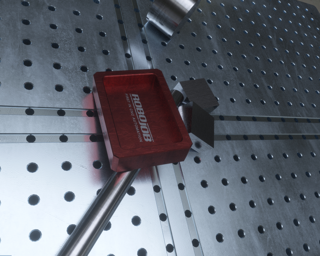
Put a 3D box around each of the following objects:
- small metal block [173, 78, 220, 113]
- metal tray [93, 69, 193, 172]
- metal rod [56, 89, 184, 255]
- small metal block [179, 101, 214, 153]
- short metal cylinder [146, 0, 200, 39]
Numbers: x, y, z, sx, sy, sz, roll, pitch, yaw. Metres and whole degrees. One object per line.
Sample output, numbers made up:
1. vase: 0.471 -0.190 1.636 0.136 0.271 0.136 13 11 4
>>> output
1. small metal block: 0.053 -0.045 0.466 0.050 0.025 0.050 -14 69 -34
2. metal tray: -0.026 -0.016 0.376 0.091 0.030 0.130 -7 54 -19
3. metal rod: -0.040 0.053 0.355 0.025 0.025 0.301 36 51 -5
4. small metal block: 0.050 -0.001 0.425 0.050 0.025 0.050 33 50 -36
5. short metal cylinder: 0.022 -0.193 0.505 0.050 0.080 0.080 39 51 -3
